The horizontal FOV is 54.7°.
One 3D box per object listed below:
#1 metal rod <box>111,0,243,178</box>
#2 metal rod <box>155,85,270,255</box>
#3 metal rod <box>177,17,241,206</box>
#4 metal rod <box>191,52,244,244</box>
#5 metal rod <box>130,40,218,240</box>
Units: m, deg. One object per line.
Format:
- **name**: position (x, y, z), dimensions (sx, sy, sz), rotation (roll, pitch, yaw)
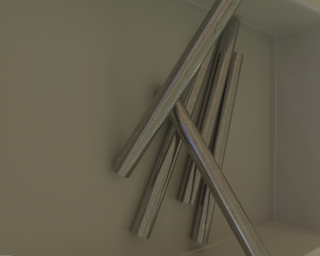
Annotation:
- **metal rod**: position (0.033, -0.073, 0.351), dimensions (0.025, 0.025, 0.299), rotation (27, 99, -37)
- **metal rod**: position (0.075, 0.075, 0.384), dimensions (0.025, 0.025, 0.299), rotation (-20, 76, -38)
- **metal rod**: position (0.078, -0.034, 0.471), dimensions (0.025, 0.025, 0.299), rotation (27, 73, -37)
- **metal rod**: position (0.091, 0.023, 0.482), dimensions (0.025, 0.025, 0.299), rotation (22, 76, -38)
- **metal rod**: position (0.025, 0.000, 0.427), dimensions (0.025, 0.025, 0.299), rotation (33, 70, -35)
